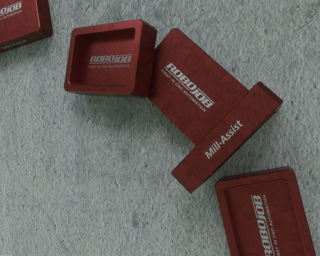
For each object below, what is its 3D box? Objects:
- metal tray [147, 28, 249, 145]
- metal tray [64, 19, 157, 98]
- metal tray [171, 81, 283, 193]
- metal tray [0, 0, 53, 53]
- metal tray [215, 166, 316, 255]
[{"bbox_3d":[0.038,-0.051,0.393,0.130,0.030,0.090,45,104,14],"label":"metal tray"},{"bbox_3d":[-0.069,-0.088,0.408,0.130,0.030,0.089,7,89,36],"label":"metal tray"},{"bbox_3d":[0.077,0.011,0.346,0.030,0.090,0.130,46,104,14],"label":"metal tray"},{"bbox_3d":[-0.238,-0.176,0.490,0.130,0.030,0.089,-11,86,19],"label":"metal tray"},{"bbox_3d":[0.124,0.117,0.362,0.090,0.030,0.129,-14,85,19],"label":"metal tray"}]
